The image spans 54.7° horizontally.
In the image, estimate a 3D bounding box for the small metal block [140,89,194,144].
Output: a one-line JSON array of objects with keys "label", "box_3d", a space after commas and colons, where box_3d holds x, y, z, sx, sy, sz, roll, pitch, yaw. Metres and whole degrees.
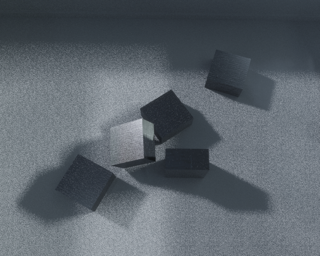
[{"label": "small metal block", "box_3d": [0.009, -0.015, 0.415, 0.050, 0.025, 0.050, -33, 73, -11]}]

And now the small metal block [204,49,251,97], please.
[{"label": "small metal block", "box_3d": [0.095, -0.077, 0.438, 0.050, 0.025, 0.050, 17, 71, 6]}]

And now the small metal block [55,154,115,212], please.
[{"label": "small metal block", "box_3d": [-0.091, 0.068, 0.384, 0.050, 0.025, 0.050, 27, 72, 9]}]

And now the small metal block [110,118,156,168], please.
[{"label": "small metal block", "box_3d": [-0.035, 0.021, 0.390, 0.050, 0.025, 0.050, -15, 67, 29]}]

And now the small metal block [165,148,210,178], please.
[{"label": "small metal block", "box_3d": [0.032, 0.044, 0.380, 0.050, 0.050, 0.025, 1, 70, 0]}]
